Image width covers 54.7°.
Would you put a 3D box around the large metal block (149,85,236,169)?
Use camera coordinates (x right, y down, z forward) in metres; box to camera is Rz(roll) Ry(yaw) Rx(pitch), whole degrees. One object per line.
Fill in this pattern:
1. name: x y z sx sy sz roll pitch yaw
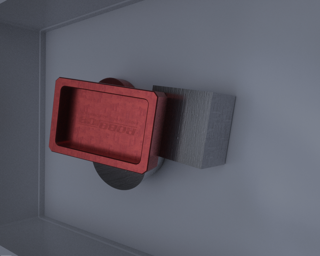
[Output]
1. large metal block: 0.033 -0.004 0.358 0.080 0.050 0.079 13 98 39

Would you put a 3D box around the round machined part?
1. round machined part: -0.078 -0.026 0.455 0.098 0.042 0.097 0 90 39

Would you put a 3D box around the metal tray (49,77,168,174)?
1. metal tray: -0.063 -0.006 0.359 0.130 0.030 0.089 11 97 19

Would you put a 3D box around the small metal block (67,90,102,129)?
1. small metal block: -0.108 -0.025 0.420 0.025 0.050 0.050 16 100 38

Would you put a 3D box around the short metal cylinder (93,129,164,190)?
1. short metal cylinder: -0.041 0.034 0.405 0.080 0.050 0.079 7 106 26
